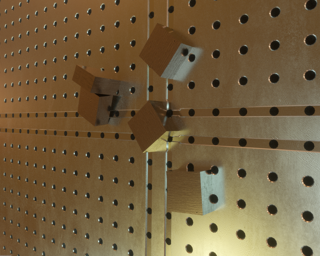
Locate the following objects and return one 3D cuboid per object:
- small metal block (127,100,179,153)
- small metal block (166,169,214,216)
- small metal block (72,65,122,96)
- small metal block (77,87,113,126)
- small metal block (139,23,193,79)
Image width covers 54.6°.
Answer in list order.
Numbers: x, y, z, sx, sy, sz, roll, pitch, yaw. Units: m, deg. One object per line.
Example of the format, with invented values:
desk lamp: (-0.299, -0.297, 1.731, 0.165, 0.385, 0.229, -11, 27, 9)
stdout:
small metal block: (-0.010, -0.002, 0.419, 0.050, 0.025, 0.050, -43, 64, 31)
small metal block: (0.036, 0.077, 0.380, 0.050, 0.025, 0.050, -5, 87, 40)
small metal block: (-0.097, -0.073, 0.475, 0.050, 0.050, 0.025, 34, 111, 35)
small metal block: (-0.104, -0.037, 0.491, 0.050, 0.025, 0.050, 33, 121, 35)
small metal block: (0.007, -0.100, 0.405, 0.050, 0.025, 0.050, 48, 119, 29)
